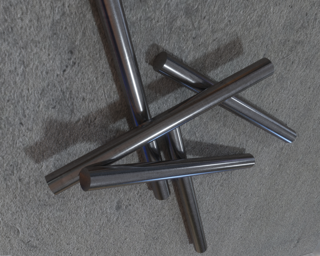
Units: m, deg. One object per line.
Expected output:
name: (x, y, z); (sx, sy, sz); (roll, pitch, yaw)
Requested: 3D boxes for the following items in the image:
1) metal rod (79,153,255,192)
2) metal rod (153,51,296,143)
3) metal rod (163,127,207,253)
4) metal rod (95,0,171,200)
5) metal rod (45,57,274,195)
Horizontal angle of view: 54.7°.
metal rod: (0.035, 0.054, 0.424); (0.302, 0.025, 0.025); (0, 119, -41)
metal rod: (0.112, -0.032, 0.448); (0.302, 0.025, 0.025); (22, 106, -36)
metal rod: (0.045, 0.111, 0.499); (0.025, 0.025, 0.298); (-25, 128, -13)
metal rod: (-0.025, -0.017, 0.382); (0.025, 0.025, 0.298); (-24, 127, -14)
metal rod: (0.008, -0.008, 0.372); (0.301, 0.025, 0.025); (-29, 128, -10)
